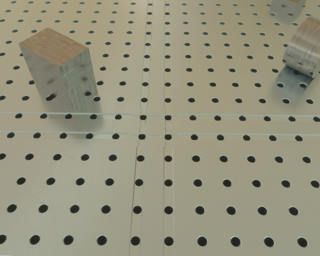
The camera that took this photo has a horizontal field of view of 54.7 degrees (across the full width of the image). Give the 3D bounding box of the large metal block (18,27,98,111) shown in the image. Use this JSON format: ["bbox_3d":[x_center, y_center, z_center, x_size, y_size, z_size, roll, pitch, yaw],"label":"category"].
[{"bbox_3d":[-0.141,-0.084,0.440,0.080,0.080,0.050,30,56,22],"label":"large metal block"}]

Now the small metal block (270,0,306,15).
[{"bbox_3d":[0.263,-0.259,0.629,0.050,0.025,0.050,34,58,25],"label":"small metal block"}]

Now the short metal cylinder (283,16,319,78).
[{"bbox_3d":[0.236,-0.124,0.480,0.050,0.080,0.080,36,59,26],"label":"short metal cylinder"}]
